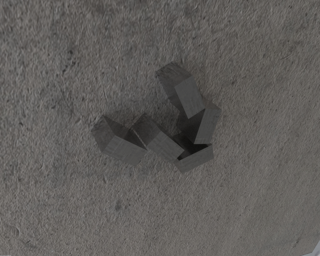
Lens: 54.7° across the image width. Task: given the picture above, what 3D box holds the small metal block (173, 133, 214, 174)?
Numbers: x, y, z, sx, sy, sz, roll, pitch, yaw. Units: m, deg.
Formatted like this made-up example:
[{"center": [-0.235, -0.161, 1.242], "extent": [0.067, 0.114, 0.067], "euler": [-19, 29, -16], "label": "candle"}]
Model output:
[{"center": [0.039, 0.030, 0.430], "extent": [0.050, 0.050, 0.025], "euler": [-24, 127, -14], "label": "small metal block"}]

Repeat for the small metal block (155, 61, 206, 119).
[{"center": [0.025, -0.046, 0.375], "extent": [0.025, 0.050, 0.050], "euler": [-34, 129, -6], "label": "small metal block"}]

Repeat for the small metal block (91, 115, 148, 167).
[{"center": [-0.050, 0.015, 0.373], "extent": [0.050, 0.050, 0.025], "euler": [29, 102, -38], "label": "small metal block"}]

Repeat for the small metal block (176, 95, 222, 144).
[{"center": [0.050, -0.013, 0.410], "extent": [0.025, 0.050, 0.050], "euler": [1, 118, -29], "label": "small metal block"}]

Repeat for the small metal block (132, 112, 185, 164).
[{"center": [-0.003, 0.013, 0.397], "extent": [0.025, 0.050, 0.050], "euler": [-47, 129, 4], "label": "small metal block"}]
